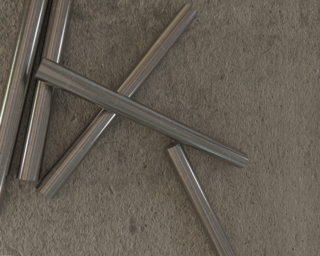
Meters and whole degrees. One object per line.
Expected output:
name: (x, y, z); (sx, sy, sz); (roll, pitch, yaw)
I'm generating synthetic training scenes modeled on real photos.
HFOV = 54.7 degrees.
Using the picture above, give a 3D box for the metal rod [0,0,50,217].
metal rod: (-0.161, -0.044, 0.349); (0.025, 0.025, 0.298); (13, 86, -20)

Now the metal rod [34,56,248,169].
metal rod: (-0.003, -0.008, 0.388); (0.302, 0.025, 0.025); (24, 82, -26)

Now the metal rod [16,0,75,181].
metal rod: (-0.125, -0.089, 0.362); (0.025, 0.025, 0.298); (11, 86, -20)

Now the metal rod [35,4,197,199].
metal rod: (-0.047, -0.043, 0.392); (0.025, 0.025, 0.300); (40, 77, -16)

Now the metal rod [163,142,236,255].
metal rod: (0.082, 0.155, 0.440); (0.025, 0.025, 0.299); (-30, 100, -18)
